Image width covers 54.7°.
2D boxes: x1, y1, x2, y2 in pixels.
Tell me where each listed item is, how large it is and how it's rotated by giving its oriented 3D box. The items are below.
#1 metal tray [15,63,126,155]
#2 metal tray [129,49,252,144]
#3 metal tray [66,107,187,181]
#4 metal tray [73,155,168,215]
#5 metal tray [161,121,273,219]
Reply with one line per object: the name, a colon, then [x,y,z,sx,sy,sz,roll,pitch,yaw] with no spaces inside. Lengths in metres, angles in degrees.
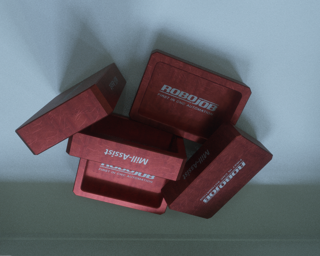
metal tray: [-0.089,-0.028,0.341,0.090,0.130,0.030,-28,108,10]
metal tray: [0.036,-0.035,0.395,0.131,0.030,0.089,20,109,-8]
metal tray: [-0.037,0.016,0.379,0.131,0.090,0.030,15,109,-6]
metal tray: [-0.045,0.062,0.428,0.131,0.030,0.089,15,109,-6]
metal tray: [0.075,0.061,0.409,0.090,0.030,0.130,27,110,-40]
